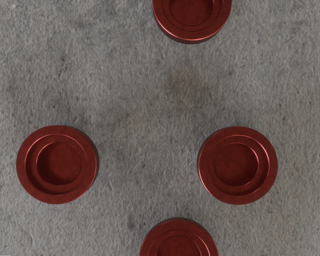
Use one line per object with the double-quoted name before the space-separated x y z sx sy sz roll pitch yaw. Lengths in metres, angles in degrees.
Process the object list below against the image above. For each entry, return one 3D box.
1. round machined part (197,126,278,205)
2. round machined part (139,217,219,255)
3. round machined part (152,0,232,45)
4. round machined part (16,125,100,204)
"round machined part" 0.097 0.046 0.403 0.099 0.042 0.097 0 90 -1
"round machined part" 0.024 0.165 0.398 0.099 0.042 0.097 0 84 3
"round machined part" 0.039 -0.157 0.402 0.099 0.042 0.097 0 90 -1
"round machined part" -0.127 0.045 0.400 0.099 0.042 0.097 0 90 -1
